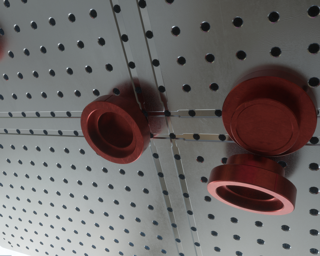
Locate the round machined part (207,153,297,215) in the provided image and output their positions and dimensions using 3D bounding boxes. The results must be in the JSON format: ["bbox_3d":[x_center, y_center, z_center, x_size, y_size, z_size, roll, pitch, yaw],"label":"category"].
[{"bbox_3d":[0.109,0.064,0.365,0.098,0.042,0.098,16,154,9],"label":"round machined part"}]

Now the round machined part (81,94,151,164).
[{"bbox_3d":[-0.057,-0.002,0.430,0.098,0.042,0.097,13,124,21],"label":"round machined part"}]

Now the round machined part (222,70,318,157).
[{"bbox_3d":[0.115,-0.009,0.334,0.098,0.042,0.097,13,124,21],"label":"round machined part"}]
